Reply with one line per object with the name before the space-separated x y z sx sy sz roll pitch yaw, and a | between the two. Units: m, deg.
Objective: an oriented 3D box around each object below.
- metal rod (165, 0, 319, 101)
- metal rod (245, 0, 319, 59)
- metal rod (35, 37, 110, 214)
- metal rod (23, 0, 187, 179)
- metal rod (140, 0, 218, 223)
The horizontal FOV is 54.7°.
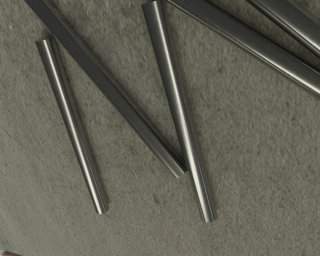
metal rod | 0.075 -0.097 0.306 0.301 0.025 0.025 35 129 4
metal rod | 0.123 -0.097 0.281 0.300 0.025 0.025 39 129 1
metal rod | -0.128 0.012 0.479 0.025 0.025 0.298 3 120 26
metal rod | -0.065 -0.052 0.406 0.025 0.025 0.300 -33 100 38
metal rod | 0.031 -0.003 0.387 0.025 0.025 0.298 -3 117 29
